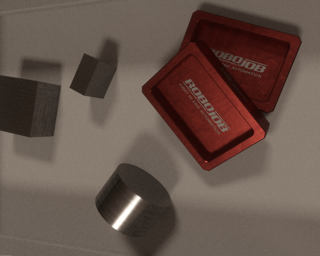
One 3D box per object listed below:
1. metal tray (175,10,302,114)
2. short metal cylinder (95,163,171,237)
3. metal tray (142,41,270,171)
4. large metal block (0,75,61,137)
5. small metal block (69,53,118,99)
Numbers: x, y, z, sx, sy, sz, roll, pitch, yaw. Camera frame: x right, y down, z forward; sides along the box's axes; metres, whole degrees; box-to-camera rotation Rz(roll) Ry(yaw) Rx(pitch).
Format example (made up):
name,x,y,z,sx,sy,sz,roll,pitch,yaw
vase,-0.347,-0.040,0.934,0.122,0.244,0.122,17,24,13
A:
name,x,y,z,sx,sy,sz,roll,pitch,yaw
metal tray,0.089,-0.080,0.376,0.130,0.030,0.089,22,97,18
short metal cylinder,-0.034,0.090,0.392,0.080,0.080,0.050,39,102,15
metal tray,0.051,-0.024,0.362,0.090,0.030,0.130,-38,90,33
large metal block,-0.204,-0.033,0.467,0.080,0.050,0.079,11,94,19
small metal block,-0.091,-0.070,0.428,0.025,0.050,0.050,29,99,17
